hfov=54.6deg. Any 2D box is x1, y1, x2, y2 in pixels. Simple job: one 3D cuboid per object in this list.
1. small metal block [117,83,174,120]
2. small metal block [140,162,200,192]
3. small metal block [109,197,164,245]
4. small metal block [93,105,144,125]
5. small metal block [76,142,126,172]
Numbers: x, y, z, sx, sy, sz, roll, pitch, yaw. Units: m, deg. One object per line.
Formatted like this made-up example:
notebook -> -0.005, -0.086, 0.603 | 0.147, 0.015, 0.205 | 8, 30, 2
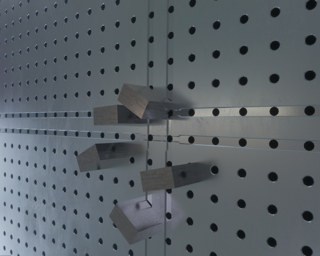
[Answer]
small metal block -> -0.019, -0.035, 0.410 | 0.050, 0.050, 0.025 | 37, 113, 34
small metal block -> 0.012, 0.061, 0.384 | 0.050, 0.050, 0.025 | -16, 80, 39
small metal block -> -0.032, 0.124, 0.420 | 0.050, 0.050, 0.025 | 44, 117, 31
small metal block -> -0.059, -0.017, 0.443 | 0.050, 0.050, 0.025 | -3, 88, 40
small metal block -> -0.089, 0.044, 0.468 | 0.050, 0.050, 0.025 | -31, 71, 36
